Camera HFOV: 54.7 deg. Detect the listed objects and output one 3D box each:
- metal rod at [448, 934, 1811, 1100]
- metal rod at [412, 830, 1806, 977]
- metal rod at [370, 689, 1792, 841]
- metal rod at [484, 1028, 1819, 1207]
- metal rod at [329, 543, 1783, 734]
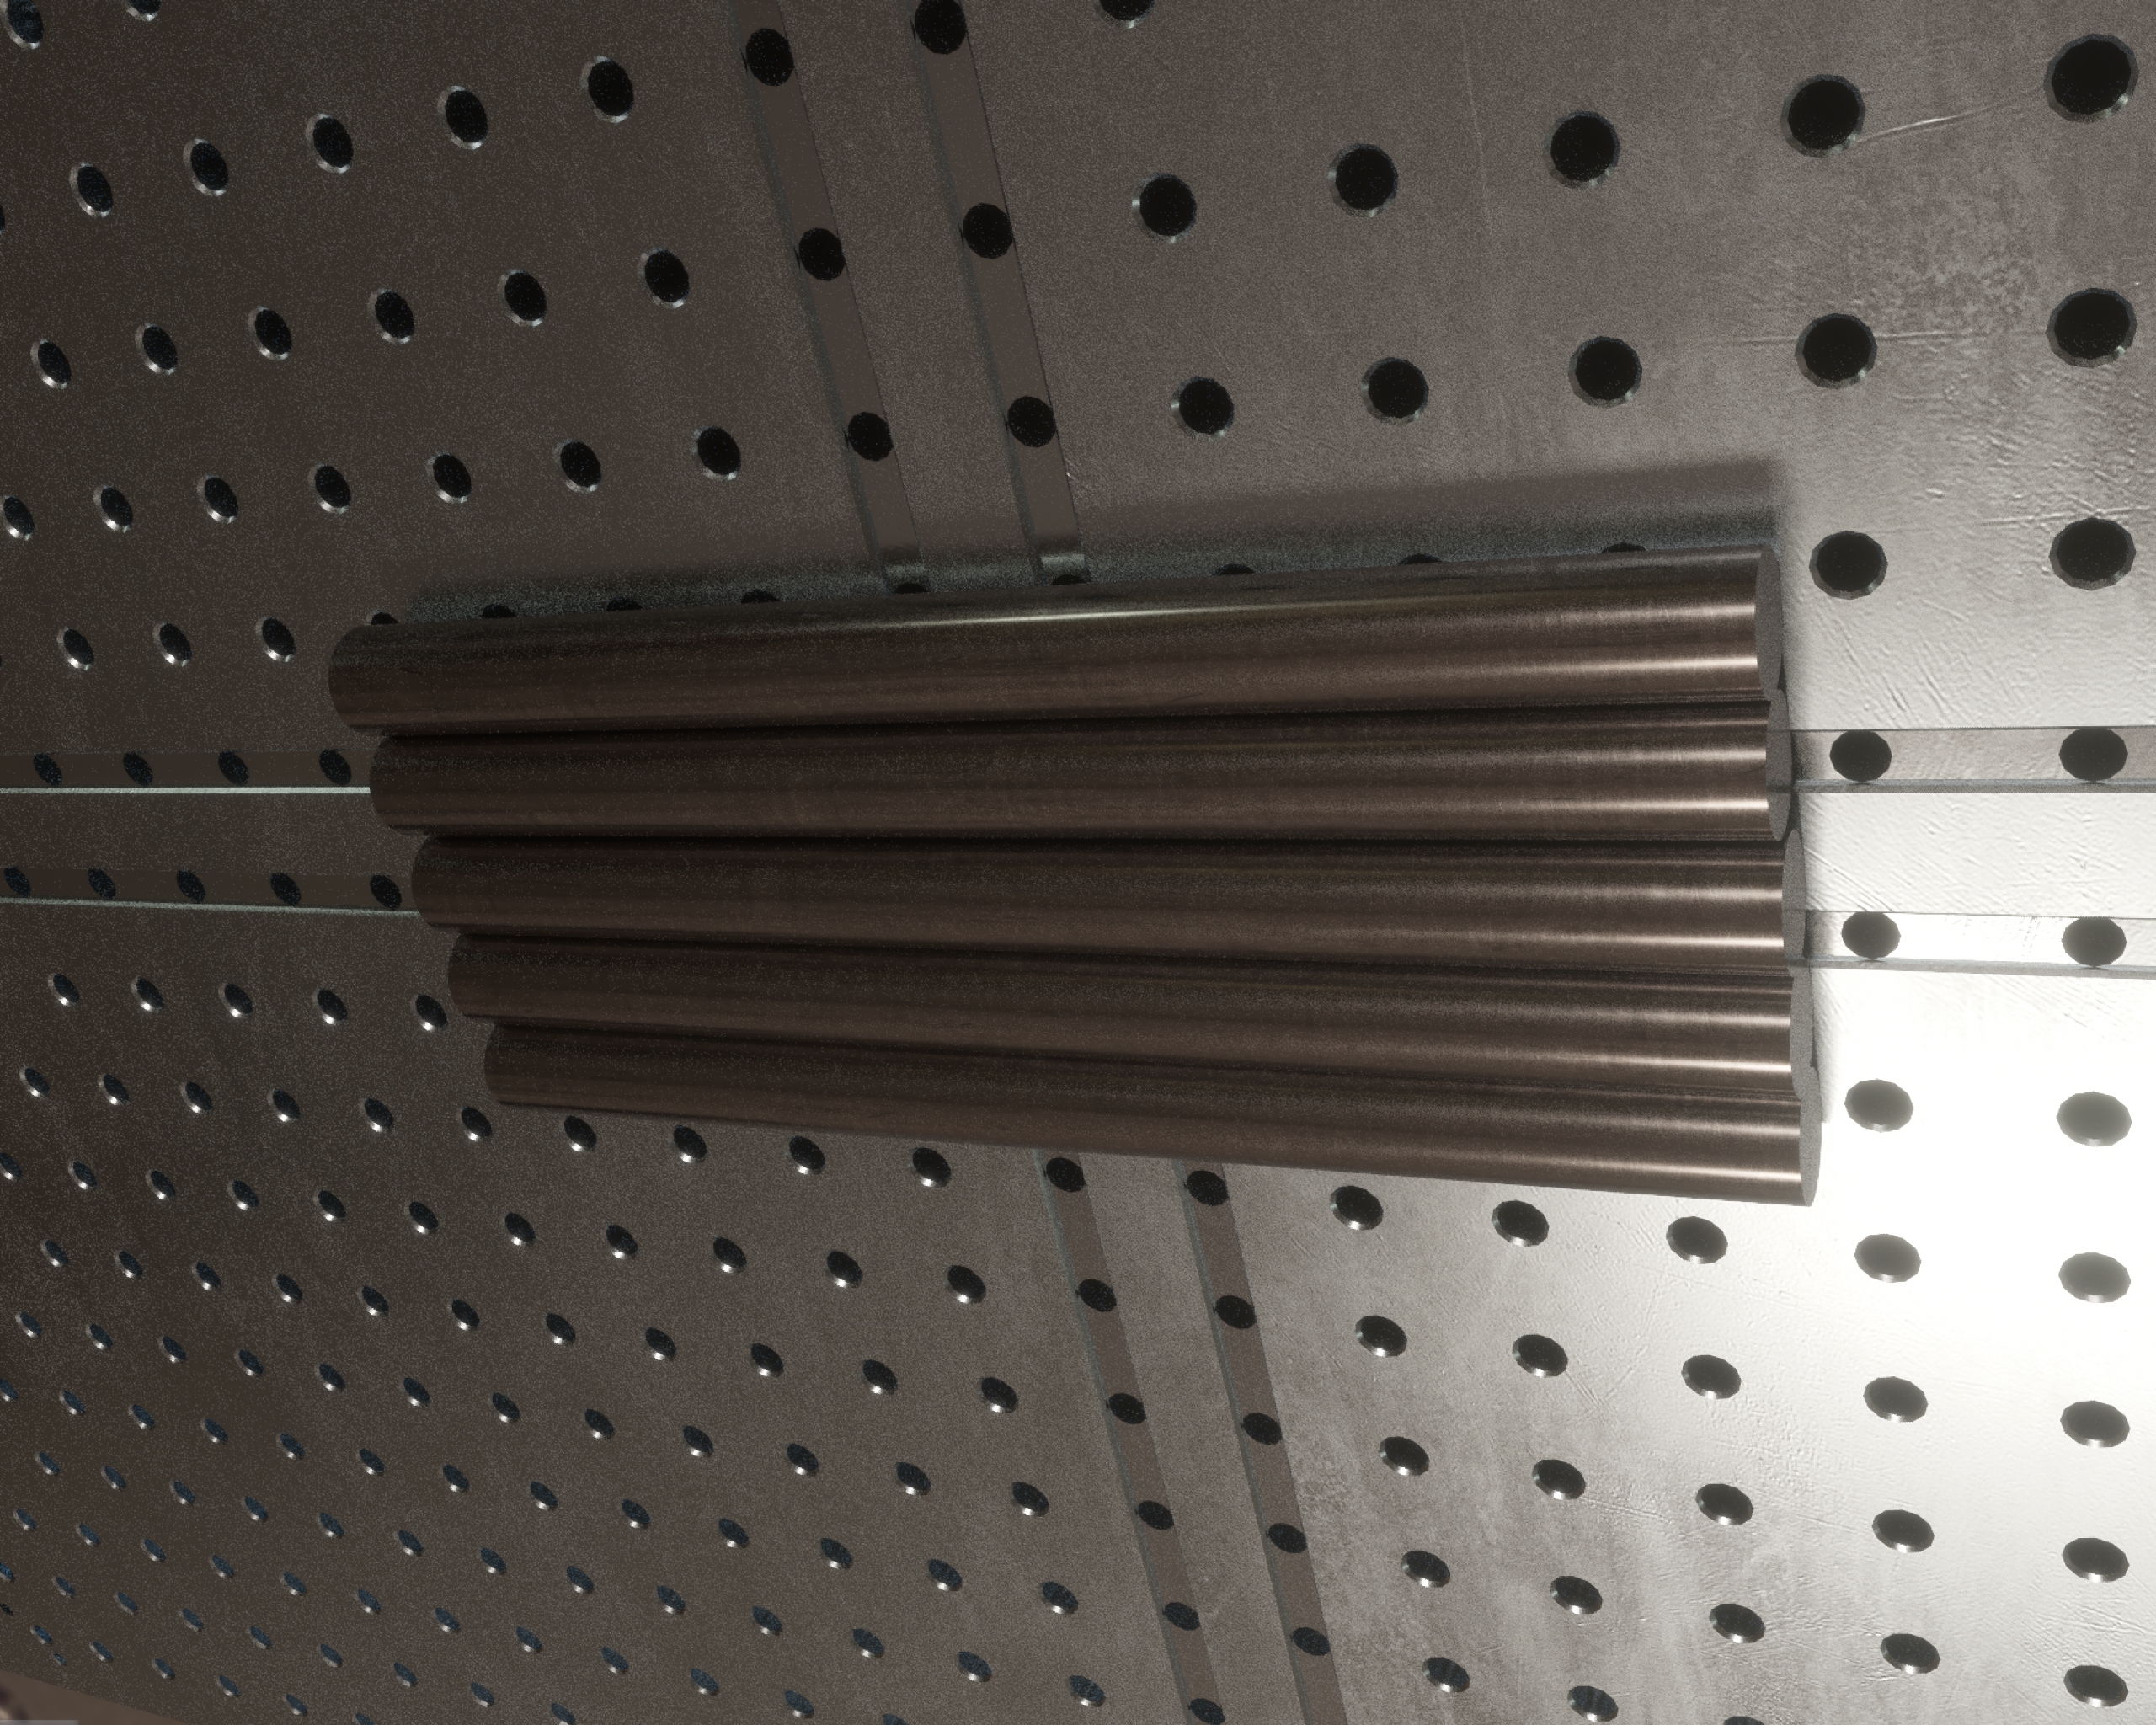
[{"bbox_3d":[-0.008,0.027,0.431,0.301,0.025,0.025,1,119,27],"label":"metal rod"},{"bbox_3d":[-0.013,0.005,0.420,0.301,0.025,0.025,1,119,27],"label":"metal rod"},{"bbox_3d":[-0.019,-0.017,0.409,0.301,0.025,0.025,1,119,27],"label":"metal rod"},{"bbox_3d":[-0.003,0.048,0.441,0.300,0.025,0.025,0,119,27],"label":"metal rod"},{"bbox_3d":[-0.024,-0.039,0.398,0.301,0.025,0.025,1,119,27],"label":"metal rod"}]
